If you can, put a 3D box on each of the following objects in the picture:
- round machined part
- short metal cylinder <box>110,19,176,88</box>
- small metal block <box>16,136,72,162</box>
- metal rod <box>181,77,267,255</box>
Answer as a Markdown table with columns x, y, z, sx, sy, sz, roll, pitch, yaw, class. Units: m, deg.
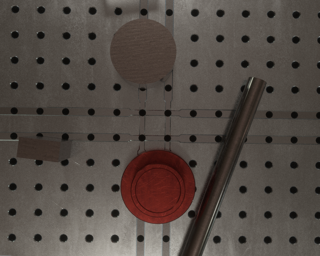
| x | y | z | sx | sy | sz | roll | pitch | yaw | class |
| --- | --- | --- | --- | --- | --- | --- | --- | --- | --- |
| -0.002 | 0.078 | 0.405 | 0.099 | 0.042 | 0.097 | 0 | 90 | -1 | round machined part |
| -0.020 | -0.093 | 0.401 | 0.081 | 0.050 | 0.079 | 0 | 90 | -1 | short metal cylinder |
| -0.147 | 0.026 | 0.399 | 0.050 | 0.050 | 0.025 | 7 | 90 | -1 | small metal block |
| 0.078 | 0.076 | 0.414 | 0.025 | 0.025 | 0.299 | 21 | 90 | -1 | metal rod |
